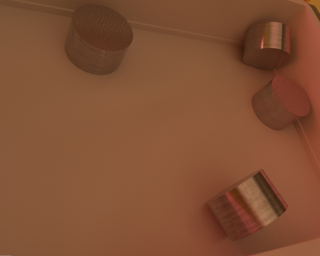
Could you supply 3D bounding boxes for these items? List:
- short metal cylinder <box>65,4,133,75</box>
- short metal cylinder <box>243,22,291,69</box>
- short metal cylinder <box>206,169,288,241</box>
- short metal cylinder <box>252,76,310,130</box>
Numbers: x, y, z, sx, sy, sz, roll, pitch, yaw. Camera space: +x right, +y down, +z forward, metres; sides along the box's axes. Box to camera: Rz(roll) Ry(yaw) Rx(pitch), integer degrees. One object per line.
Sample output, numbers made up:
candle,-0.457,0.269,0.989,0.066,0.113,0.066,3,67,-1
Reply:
short metal cylinder,-0.083,-0.119,0.419,0.081,0.050,0.080,14,56,-21
short metal cylinder,0.193,-0.147,0.560,0.081,0.080,0.050,12,75,-22
short metal cylinder,0.103,0.091,0.372,0.081,0.080,0.050,-22,74,-36
short metal cylinder,0.206,-0.042,0.529,0.081,0.050,0.080,14,56,-21
